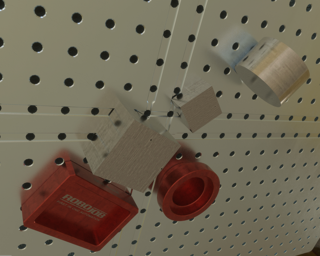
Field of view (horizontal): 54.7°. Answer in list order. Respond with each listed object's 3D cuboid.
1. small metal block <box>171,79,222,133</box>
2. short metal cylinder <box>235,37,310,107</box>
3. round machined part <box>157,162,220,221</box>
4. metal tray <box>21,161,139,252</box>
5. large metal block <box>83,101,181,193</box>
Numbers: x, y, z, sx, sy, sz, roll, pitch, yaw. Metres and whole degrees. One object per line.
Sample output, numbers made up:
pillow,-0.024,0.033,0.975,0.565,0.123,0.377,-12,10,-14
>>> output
small metal block,0.051,-0.029,0.420,0.050,0.025,0.050,-34,129,-6
short metal cylinder,0.147,-0.073,0.410,0.050,0.080,0.080,-46,129,4
round machined part,0.040,0.093,0.479,0.099,0.042,0.097,-14,124,-21
metal tray,-0.103,0.111,0.419,0.090,0.030,0.130,-46,129,3
large metal block,-0.035,0.026,0.392,0.080,0.050,0.080,30,101,-38
